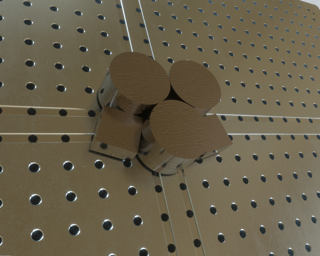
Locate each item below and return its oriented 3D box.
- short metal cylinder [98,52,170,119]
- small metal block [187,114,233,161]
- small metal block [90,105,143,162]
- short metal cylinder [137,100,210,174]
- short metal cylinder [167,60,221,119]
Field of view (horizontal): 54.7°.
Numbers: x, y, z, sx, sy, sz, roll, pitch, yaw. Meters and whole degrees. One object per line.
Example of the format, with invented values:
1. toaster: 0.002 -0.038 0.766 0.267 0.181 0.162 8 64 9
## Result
1. short metal cylinder: -0.034 -0.051 0.401 0.081 0.050 0.080 14 56 -21
2. small metal block: 0.065 0.012 0.432 0.050 0.025 0.050 -15 70 -34
3. small metal block: -0.051 0.007 0.372 0.050 0.025 0.050 19 54 -17
4. short metal cylinder: 0.014 0.012 0.388 0.081 0.050 0.080 14 56 -21
5. short metal cylinder: 0.038 -0.049 0.438 0.081 0.050 0.080 14 56 -21
